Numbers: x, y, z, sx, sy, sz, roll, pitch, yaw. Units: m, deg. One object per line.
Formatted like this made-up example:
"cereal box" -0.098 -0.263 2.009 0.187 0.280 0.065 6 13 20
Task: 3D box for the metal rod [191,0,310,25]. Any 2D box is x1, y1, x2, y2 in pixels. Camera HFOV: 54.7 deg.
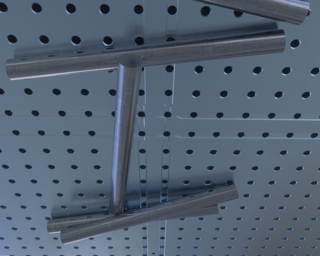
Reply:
"metal rod" -0.004 -0.142 0.290 0.302 0.025 0.025 10 130 -9

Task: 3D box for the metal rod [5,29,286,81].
"metal rod" -0.019 -0.080 0.343 0.302 0.025 0.025 -5 130 4

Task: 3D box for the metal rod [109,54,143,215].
"metal rod" -0.052 0.034 0.422 0.025 0.025 0.298 6 135 -6

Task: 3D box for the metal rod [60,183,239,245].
"metal rod" -0.020 0.144 0.514 0.301 0.025 0.025 -16 129 5

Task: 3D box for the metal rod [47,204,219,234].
"metal rod" -0.050 0.156 0.543 0.302 0.025 0.025 -8 130 6
